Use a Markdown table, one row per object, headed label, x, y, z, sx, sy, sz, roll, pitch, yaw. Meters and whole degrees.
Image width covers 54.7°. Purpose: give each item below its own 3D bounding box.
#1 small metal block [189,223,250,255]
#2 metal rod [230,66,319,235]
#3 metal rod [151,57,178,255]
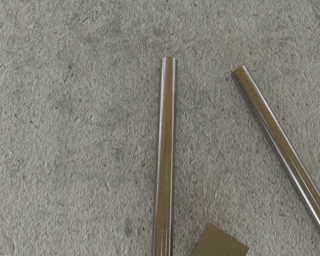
| label | x | y | z | sx | sy | sz | roll | pitch | yaw |
| --- | --- | --- | --- | --- | --- | --- | --- | --- | --- |
| small metal block | 0.066 | 0.145 | 0.356 | 0.050 | 0.025 | 0.050 | 32 | 73 | 10 |
| metal rod | 0.169 | 0.050 | 0.392 | 0.025 | 0.025 | 0.299 | -21 | 72 | -8 |
| metal rod | 0.007 | 0.045 | 0.391 | 0.025 | 0.025 | 0.299 | 2 | 70 | 0 |
